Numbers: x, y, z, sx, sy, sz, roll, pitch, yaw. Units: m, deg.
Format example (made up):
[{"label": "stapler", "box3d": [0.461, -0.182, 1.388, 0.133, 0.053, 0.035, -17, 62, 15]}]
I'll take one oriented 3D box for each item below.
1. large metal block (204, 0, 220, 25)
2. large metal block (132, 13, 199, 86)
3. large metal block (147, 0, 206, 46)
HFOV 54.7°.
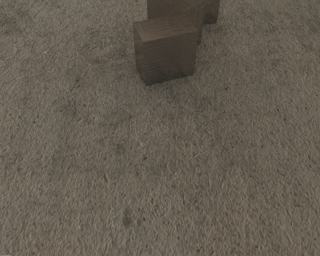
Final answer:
[{"label": "large metal block", "box3d": [0.059, -0.237, 0.587, 0.081, 0.050, 0.080, -11, 51, -9]}, {"label": "large metal block", "box3d": [0.007, -0.117, 0.466, 0.081, 0.080, 0.050, -15, 52, -13]}, {"label": "large metal block", "box3d": [0.025, -0.181, 0.519, 0.080, 0.080, 0.050, 37, 59, 27]}]
